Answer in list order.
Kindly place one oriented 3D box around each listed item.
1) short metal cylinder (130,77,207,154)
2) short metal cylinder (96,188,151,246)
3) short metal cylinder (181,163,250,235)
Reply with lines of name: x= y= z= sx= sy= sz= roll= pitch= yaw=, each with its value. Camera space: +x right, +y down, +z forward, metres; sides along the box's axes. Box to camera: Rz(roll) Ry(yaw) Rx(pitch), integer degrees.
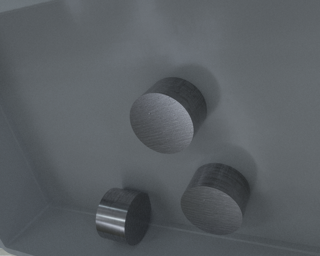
short metal cylinder: x=0.011 y=-0.015 z=0.376 sx=0.080 sy=0.050 sz=0.079 roll=13 pitch=124 yaw=20
short metal cylinder: x=-0.055 y=0.137 z=0.486 sx=0.050 sy=0.080 sz=0.079 roll=5 pitch=121 yaw=26
short metal cylinder: x=0.074 y=0.093 z=0.411 sx=0.080 sy=0.050 sz=0.079 roll=13 pitch=124 yaw=20
